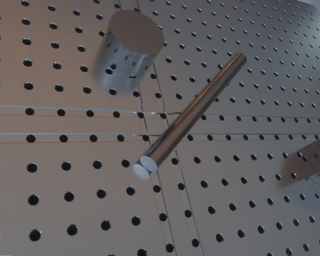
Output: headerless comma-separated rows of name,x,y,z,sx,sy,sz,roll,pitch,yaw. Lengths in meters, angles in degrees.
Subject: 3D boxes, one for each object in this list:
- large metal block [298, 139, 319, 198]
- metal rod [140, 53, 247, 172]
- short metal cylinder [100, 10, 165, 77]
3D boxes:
large metal block,0.280,0.071,0.503,0.080,0.050,0.080,37,51,-4
metal rod,0.067,-0.041,0.471,0.025,0.025,0.301,43,51,1
short metal cylinder,-0.041,-0.122,0.446,0.081,0.050,0.080,14,56,-21
